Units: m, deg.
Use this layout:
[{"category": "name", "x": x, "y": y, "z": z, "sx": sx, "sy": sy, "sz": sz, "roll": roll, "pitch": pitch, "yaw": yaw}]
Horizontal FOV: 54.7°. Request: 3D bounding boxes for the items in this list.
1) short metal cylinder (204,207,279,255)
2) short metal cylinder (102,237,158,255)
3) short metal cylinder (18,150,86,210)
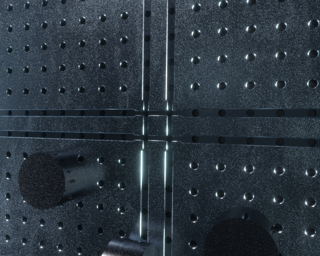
[{"category": "short metal cylinder", "x": 0.097, "y": 0.139, "z": 0.365, "sx": 0.080, "sy": 0.050, "sz": 0.079, "roll": 0, "pitch": 90, "yaw": 20}, {"category": "short metal cylinder", "x": -0.040, "y": 0.186, "z": 0.397, "sx": 0.050, "sy": 0.080, "sz": 0.079, "roll": 4, "pitch": 91, "yaw": 20}, {"category": "short metal cylinder", "x": -0.157, "y": 0.074, "z": 0.455, "sx": 0.080, "sy": 0.050, "sz": 0.079, "roll": 0, "pitch": 90, "yaw": 20}]
